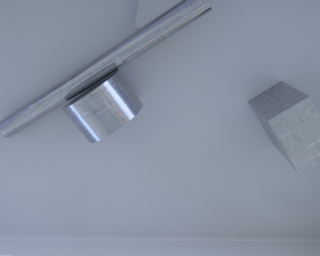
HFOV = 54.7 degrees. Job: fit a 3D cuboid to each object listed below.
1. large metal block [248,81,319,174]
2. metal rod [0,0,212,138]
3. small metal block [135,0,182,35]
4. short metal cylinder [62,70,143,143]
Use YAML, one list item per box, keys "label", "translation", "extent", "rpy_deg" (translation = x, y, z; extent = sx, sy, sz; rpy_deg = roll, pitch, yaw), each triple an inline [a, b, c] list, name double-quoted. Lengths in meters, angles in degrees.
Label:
- label: "large metal block"
  translation: [0.161, -0.004, 0.383]
  extent: [0.050, 0.080, 0.080]
  rpy_deg: [-33, 107, 11]
- label: "metal rod"
  translation: [-0.078, -0.067, 0.368]
  extent: [0.300, 0.025, 0.025]
  rpy_deg: [-28, 108, 16]
- label: "small metal block"
  translation: [0.000, -0.139, 0.360]
  extent: [0.050, 0.025, 0.050]
  rpy_deg: [10, 110, -4]
- label: "short metal cylinder"
  translation: [-0.068, -0.026, 0.371]
  extent: [0.080, 0.080, 0.050]
  rpy_deg: [-31, 107, 10]
